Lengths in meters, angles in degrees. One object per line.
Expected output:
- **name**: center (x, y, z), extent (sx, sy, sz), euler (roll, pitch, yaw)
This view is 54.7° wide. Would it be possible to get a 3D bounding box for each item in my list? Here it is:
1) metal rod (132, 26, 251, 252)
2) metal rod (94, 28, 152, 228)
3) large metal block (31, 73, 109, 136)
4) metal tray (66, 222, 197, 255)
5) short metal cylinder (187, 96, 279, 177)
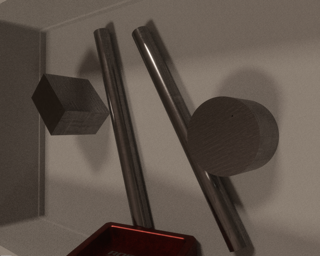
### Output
- **metal rod**: center (0.030, -0.001, 0.380), extent (0.025, 0.025, 0.299), euler (-36, 68, 34)
- **metal rod**: center (-0.057, -0.005, 0.450), extent (0.025, 0.025, 0.299), euler (-21, 77, 38)
- **large metal block**: center (-0.139, -0.035, 0.483), extent (0.050, 0.081, 0.080), euler (-51, 60, 28)
- **metal tray**: center (-0.032, 0.154, 0.366), extent (0.130, 0.090, 0.030), euler (1, 102, 25)
- **short metal cylinder**: center (0.076, 0.008, 0.326), extent (0.080, 0.050, 0.079), euler (0, 90, 39)
